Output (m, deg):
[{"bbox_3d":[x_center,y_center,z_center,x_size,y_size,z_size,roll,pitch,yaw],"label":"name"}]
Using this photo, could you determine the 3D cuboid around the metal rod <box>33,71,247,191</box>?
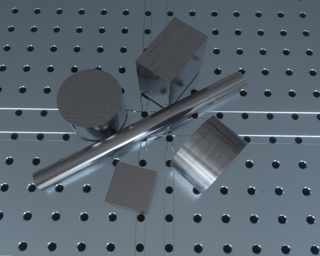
[{"bbox_3d":[-0.018,0.000,0.408,0.302,0.025,0.025,-27,73,-10],"label":"metal rod"}]

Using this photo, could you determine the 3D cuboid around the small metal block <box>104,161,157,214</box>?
[{"bbox_3d":[-0.034,0.074,0.381,0.050,0.025,0.050,14,71,5],"label":"small metal block"}]

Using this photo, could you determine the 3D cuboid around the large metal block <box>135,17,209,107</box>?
[{"bbox_3d":[0.015,-0.082,0.409,0.050,0.080,0.080,35,74,11],"label":"large metal block"}]

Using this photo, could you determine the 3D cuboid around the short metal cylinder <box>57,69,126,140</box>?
[{"bbox_3d":[-0.087,-0.029,0.404,0.081,0.050,0.080,0,70,0],"label":"short metal cylinder"}]

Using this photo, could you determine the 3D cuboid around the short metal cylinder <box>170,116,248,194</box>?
[{"bbox_3d":[0.058,0.032,0.368,0.050,0.080,0.080,42,75,13],"label":"short metal cylinder"}]
